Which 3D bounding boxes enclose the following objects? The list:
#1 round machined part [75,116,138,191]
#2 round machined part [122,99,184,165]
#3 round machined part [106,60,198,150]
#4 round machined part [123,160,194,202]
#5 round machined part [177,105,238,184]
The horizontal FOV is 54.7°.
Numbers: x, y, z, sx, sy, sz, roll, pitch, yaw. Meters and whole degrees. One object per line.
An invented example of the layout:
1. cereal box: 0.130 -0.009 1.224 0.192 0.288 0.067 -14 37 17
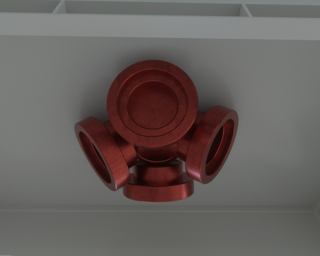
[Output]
1. round machined part: -0.065 0.028 0.394 0.042 0.098 0.097 -31 135 -24
2. round machined part: -0.004 0.010 0.404 0.099 0.042 0.097 -1 130 0
3. round machined part: -0.007 -0.024 0.351 0.099 0.098 0.042 -3 168 2
4. round machined part: -0.003 0.067 0.428 0.099 0.098 0.042 -1 94 0
5. round machined part: 0.057 0.017 0.388 0.042 0.099 0.097 23 137 28
